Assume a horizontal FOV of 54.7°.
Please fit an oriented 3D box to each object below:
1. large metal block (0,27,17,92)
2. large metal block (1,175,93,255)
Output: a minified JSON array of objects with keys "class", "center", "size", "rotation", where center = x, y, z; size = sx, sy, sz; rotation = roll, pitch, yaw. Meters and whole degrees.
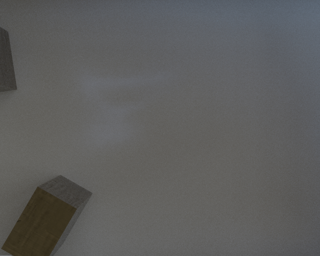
[{"class":"large metal block","center":[-0.241,-0.086,0.397],"size":[0.080,0.050,0.080],"rotation":[-9,90,0]},{"class":"large metal block","center":[-0.134,0.111,0.383],"size":[0.050,0.080,0.080],"rotation":[30,90,0]}]
